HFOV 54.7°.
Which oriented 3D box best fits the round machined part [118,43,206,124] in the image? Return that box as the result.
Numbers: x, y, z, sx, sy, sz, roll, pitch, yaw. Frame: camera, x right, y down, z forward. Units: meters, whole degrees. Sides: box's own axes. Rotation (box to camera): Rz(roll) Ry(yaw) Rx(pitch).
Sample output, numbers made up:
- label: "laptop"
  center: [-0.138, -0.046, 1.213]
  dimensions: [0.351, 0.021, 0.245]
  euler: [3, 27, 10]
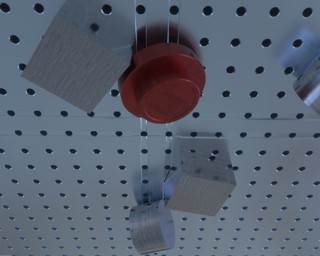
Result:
- label: "round machined part"
  center: [0.005, -0.042, 0.346]
  dimensions: [0.099, 0.042, 0.097]
  euler: [-13, 142, -10]

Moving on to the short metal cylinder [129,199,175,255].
- label: "short metal cylinder"
  center: [-0.011, 0.164, 0.515]
  dimensions: [0.050, 0.080, 0.080]
  euler: [-16, 128, 13]

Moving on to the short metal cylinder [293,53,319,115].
- label: "short metal cylinder"
  center: [0.196, -0.045, 0.339]
  dimensions: [0.080, 0.080, 0.050]
  euler: [20, 127, -16]

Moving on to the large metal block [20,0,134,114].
- label: "large metal block"
  center: [-0.086, -0.074, 0.331]
  dimensions: [0.080, 0.050, 0.080]
  euler: [31, 124, -24]

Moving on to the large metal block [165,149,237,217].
- label: "large metal block"
  center: [0.057, 0.084, 0.467]
  dimensions: [0.081, 0.050, 0.079]
  euler: [12, 129, -11]
